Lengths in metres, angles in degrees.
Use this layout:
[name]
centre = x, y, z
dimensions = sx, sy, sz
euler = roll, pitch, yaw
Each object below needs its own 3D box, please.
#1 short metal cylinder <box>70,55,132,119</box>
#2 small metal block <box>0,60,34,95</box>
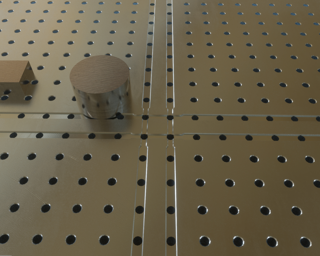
[short metal cylinder]
centre = -0.082, -0.059, 0.440
dimensions = 0.080, 0.050, 0.080
euler = 0, 50, 0
[small metal block]
centre = -0.228, -0.077, 0.471
dimensions = 0.050, 0.025, 0.050
euler = 0, 50, 0
